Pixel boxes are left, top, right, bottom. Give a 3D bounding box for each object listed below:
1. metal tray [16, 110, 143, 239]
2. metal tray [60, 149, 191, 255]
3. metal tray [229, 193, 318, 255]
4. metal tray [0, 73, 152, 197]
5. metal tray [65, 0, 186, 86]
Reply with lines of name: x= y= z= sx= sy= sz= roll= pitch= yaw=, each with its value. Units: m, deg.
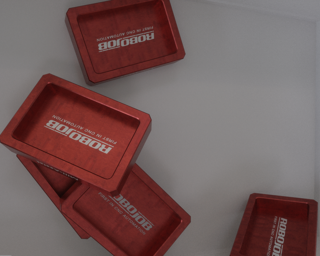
metal tray: x=-0.093 y=0.054 z=0.373 sx=0.090 sy=0.030 sz=0.130 roll=-36 pitch=102 yaw=-16
metal tray: x=-0.038 y=0.097 z=0.361 sx=0.130 sy=0.030 sz=0.090 roll=46 pitch=75 yaw=-14
metal tray: x=0.150 y=0.138 z=0.397 sx=0.131 sy=0.090 sz=0.030 roll=-45 pitch=129 yaw=-53
metal tray: x=-0.085 y=0.005 z=0.329 sx=0.130 sy=0.030 sz=0.090 roll=23 pitch=67 yaw=7
metal tray: x=-0.041 y=-0.114 z=0.392 sx=0.131 sy=0.030 sz=0.090 roll=-20 pitch=97 yaw=-19
